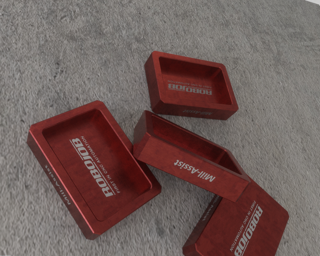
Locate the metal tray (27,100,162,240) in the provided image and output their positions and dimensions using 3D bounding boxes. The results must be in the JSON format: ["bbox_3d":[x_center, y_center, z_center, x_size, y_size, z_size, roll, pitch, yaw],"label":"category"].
[{"bbox_3d":[-0.070,0.040,0.337,0.091,0.030,0.130,-28,77,-37],"label":"metal tray"}]

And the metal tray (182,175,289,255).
[{"bbox_3d":[0.097,0.125,0.376,0.090,0.030,0.131,43,51,1],"label":"metal tray"}]

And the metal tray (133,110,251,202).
[{"bbox_3d":[0.034,0.030,0.368,0.131,0.030,0.090,26,16,-13],"label":"metal tray"}]

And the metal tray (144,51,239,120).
[{"bbox_3d":[0.047,-0.062,0.462,0.131,0.030,0.090,4,60,-26],"label":"metal tray"}]
